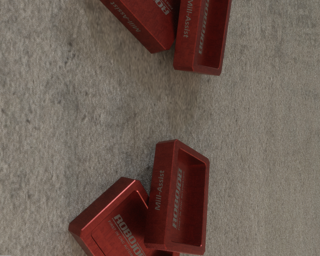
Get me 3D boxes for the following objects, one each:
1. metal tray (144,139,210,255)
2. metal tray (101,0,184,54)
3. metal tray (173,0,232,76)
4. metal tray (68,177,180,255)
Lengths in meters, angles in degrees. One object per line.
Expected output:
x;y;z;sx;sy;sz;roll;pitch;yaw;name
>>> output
0.026;0.090;0.397;0.090;0.030;0.130;33;56;-45;metal tray
-0.021;-0.169;0.385;0.130;0.030;0.090;41;65;-33;metal tray
0.061;-0.140;0.423;0.091;0.030;0.129;-6;106;-55;metal tray
-0.037;0.136;0.372;0.090;0.030;0.129;-41;115;-32;metal tray
